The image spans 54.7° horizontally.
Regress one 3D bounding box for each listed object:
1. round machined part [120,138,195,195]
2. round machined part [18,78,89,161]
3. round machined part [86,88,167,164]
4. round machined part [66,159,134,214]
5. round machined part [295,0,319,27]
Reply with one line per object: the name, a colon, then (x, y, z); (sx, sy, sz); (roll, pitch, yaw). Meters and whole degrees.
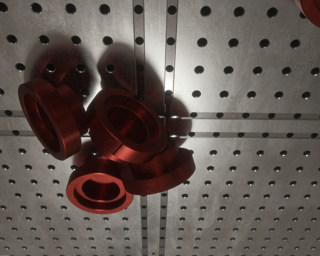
round machined part: (-0.006, 0.045, 0.409); (0.098, 0.098, 0.042); (-14, 104, 11)
round machined part: (-0.121, -0.014, 0.365); (0.042, 0.098, 0.097); (-33, 141, -33)
round machined part: (-0.043, 0.002, 0.365); (0.098, 0.098, 0.042); (29, 124, -23)
round machined part: (-0.088, 0.086, 0.472); (0.099, 0.042, 0.097); (-1, 130, 0)
round machined part: (0.171, -0.143, 0.281); (0.099, 0.042, 0.097); (-1, 130, 0)
